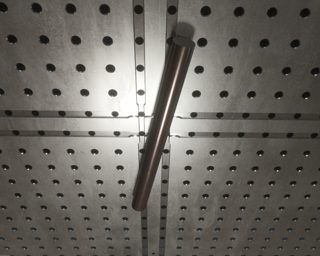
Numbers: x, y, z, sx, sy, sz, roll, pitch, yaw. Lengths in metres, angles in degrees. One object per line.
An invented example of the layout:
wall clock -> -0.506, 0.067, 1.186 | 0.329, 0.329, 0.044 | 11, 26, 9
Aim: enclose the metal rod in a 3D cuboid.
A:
metal rod -> -0.005, 0.019, 0.427 | 0.025, 0.025, 0.298 | 9, 130, -8
